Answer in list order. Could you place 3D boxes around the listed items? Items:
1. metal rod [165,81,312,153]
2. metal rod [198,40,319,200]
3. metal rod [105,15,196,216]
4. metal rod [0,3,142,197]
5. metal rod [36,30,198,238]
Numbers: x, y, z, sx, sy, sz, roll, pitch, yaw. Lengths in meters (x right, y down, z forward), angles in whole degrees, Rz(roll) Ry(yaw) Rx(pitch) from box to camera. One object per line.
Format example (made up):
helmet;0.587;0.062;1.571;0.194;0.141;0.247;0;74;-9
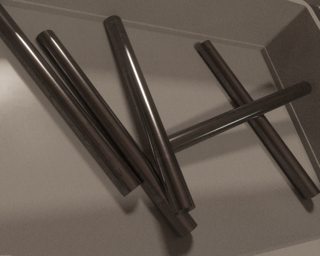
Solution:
metal rod;0.125;-0.021;0.462;0.302;0.025;0.025;-21;73;-28
metal rod;0.154;-0.020;0.503;0.025;0.025;0.299;-23;74;-37
metal rod;-0.022;-0.036;0.398;0.025;0.025;0.299;-4;58;-30
metal rod;-0.124;-0.045;0.366;0.025;0.025;0.300;-34;81;-38
metal rod;-0.057;0.000;0.375;0.025;0.025;0.299;-31;79;-38
